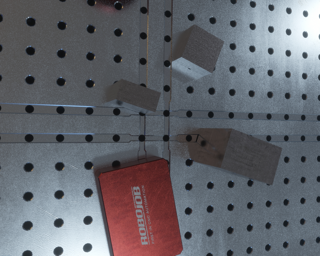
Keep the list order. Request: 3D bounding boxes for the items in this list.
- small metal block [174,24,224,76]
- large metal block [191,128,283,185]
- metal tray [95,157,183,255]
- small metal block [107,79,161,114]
[{"bbox_3d":[0.055,-0.108,0.434,0.050,0.025,0.050,24,82,-19],"label":"small metal block"},{"bbox_3d":[0.102,0.037,0.423,0.081,0.080,0.050,20,84,-19],"label":"large metal block"},{"bbox_3d":[-0.026,0.109,0.401,0.091,0.030,0.129,-11,94,-20],"label":"metal tray"},{"bbox_3d":[-0.033,-0.038,0.388,0.050,0.050,0.025,18,84,-20],"label":"small metal block"}]
